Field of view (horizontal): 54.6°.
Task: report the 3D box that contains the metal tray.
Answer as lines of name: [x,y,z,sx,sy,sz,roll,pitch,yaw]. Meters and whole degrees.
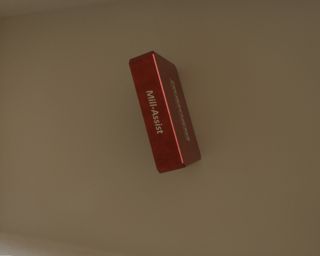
metal tray: [0.009,-0.017,0.370,0.030,0.090,0.129,-17,85,18]
